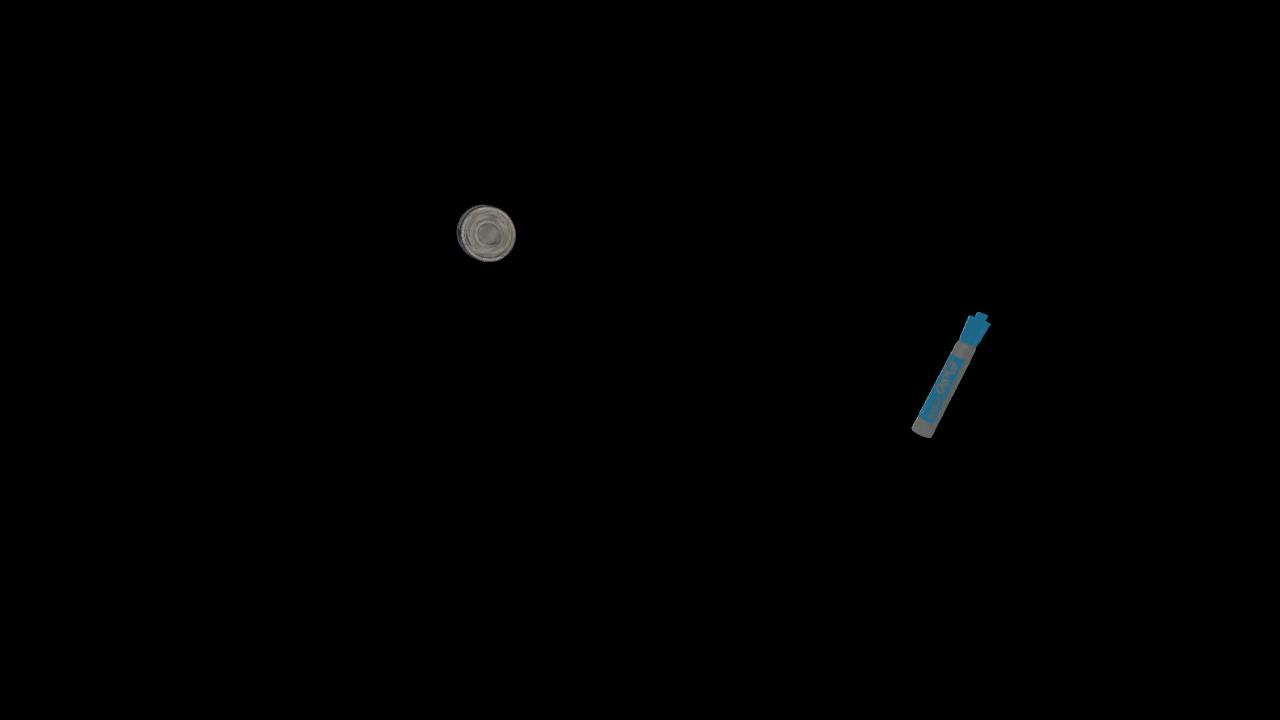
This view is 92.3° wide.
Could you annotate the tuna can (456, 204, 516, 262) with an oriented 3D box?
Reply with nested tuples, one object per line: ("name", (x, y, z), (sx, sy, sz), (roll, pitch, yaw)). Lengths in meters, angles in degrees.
("tuna can", (-0.229, -0.189, 0.919), (0.084, 0.084, 0.034), (0, 14, -24))

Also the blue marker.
("blue marker", (0.279, 0.014, 0.552), (0.020, 0.121, 0.020), (16, 19, -6))
